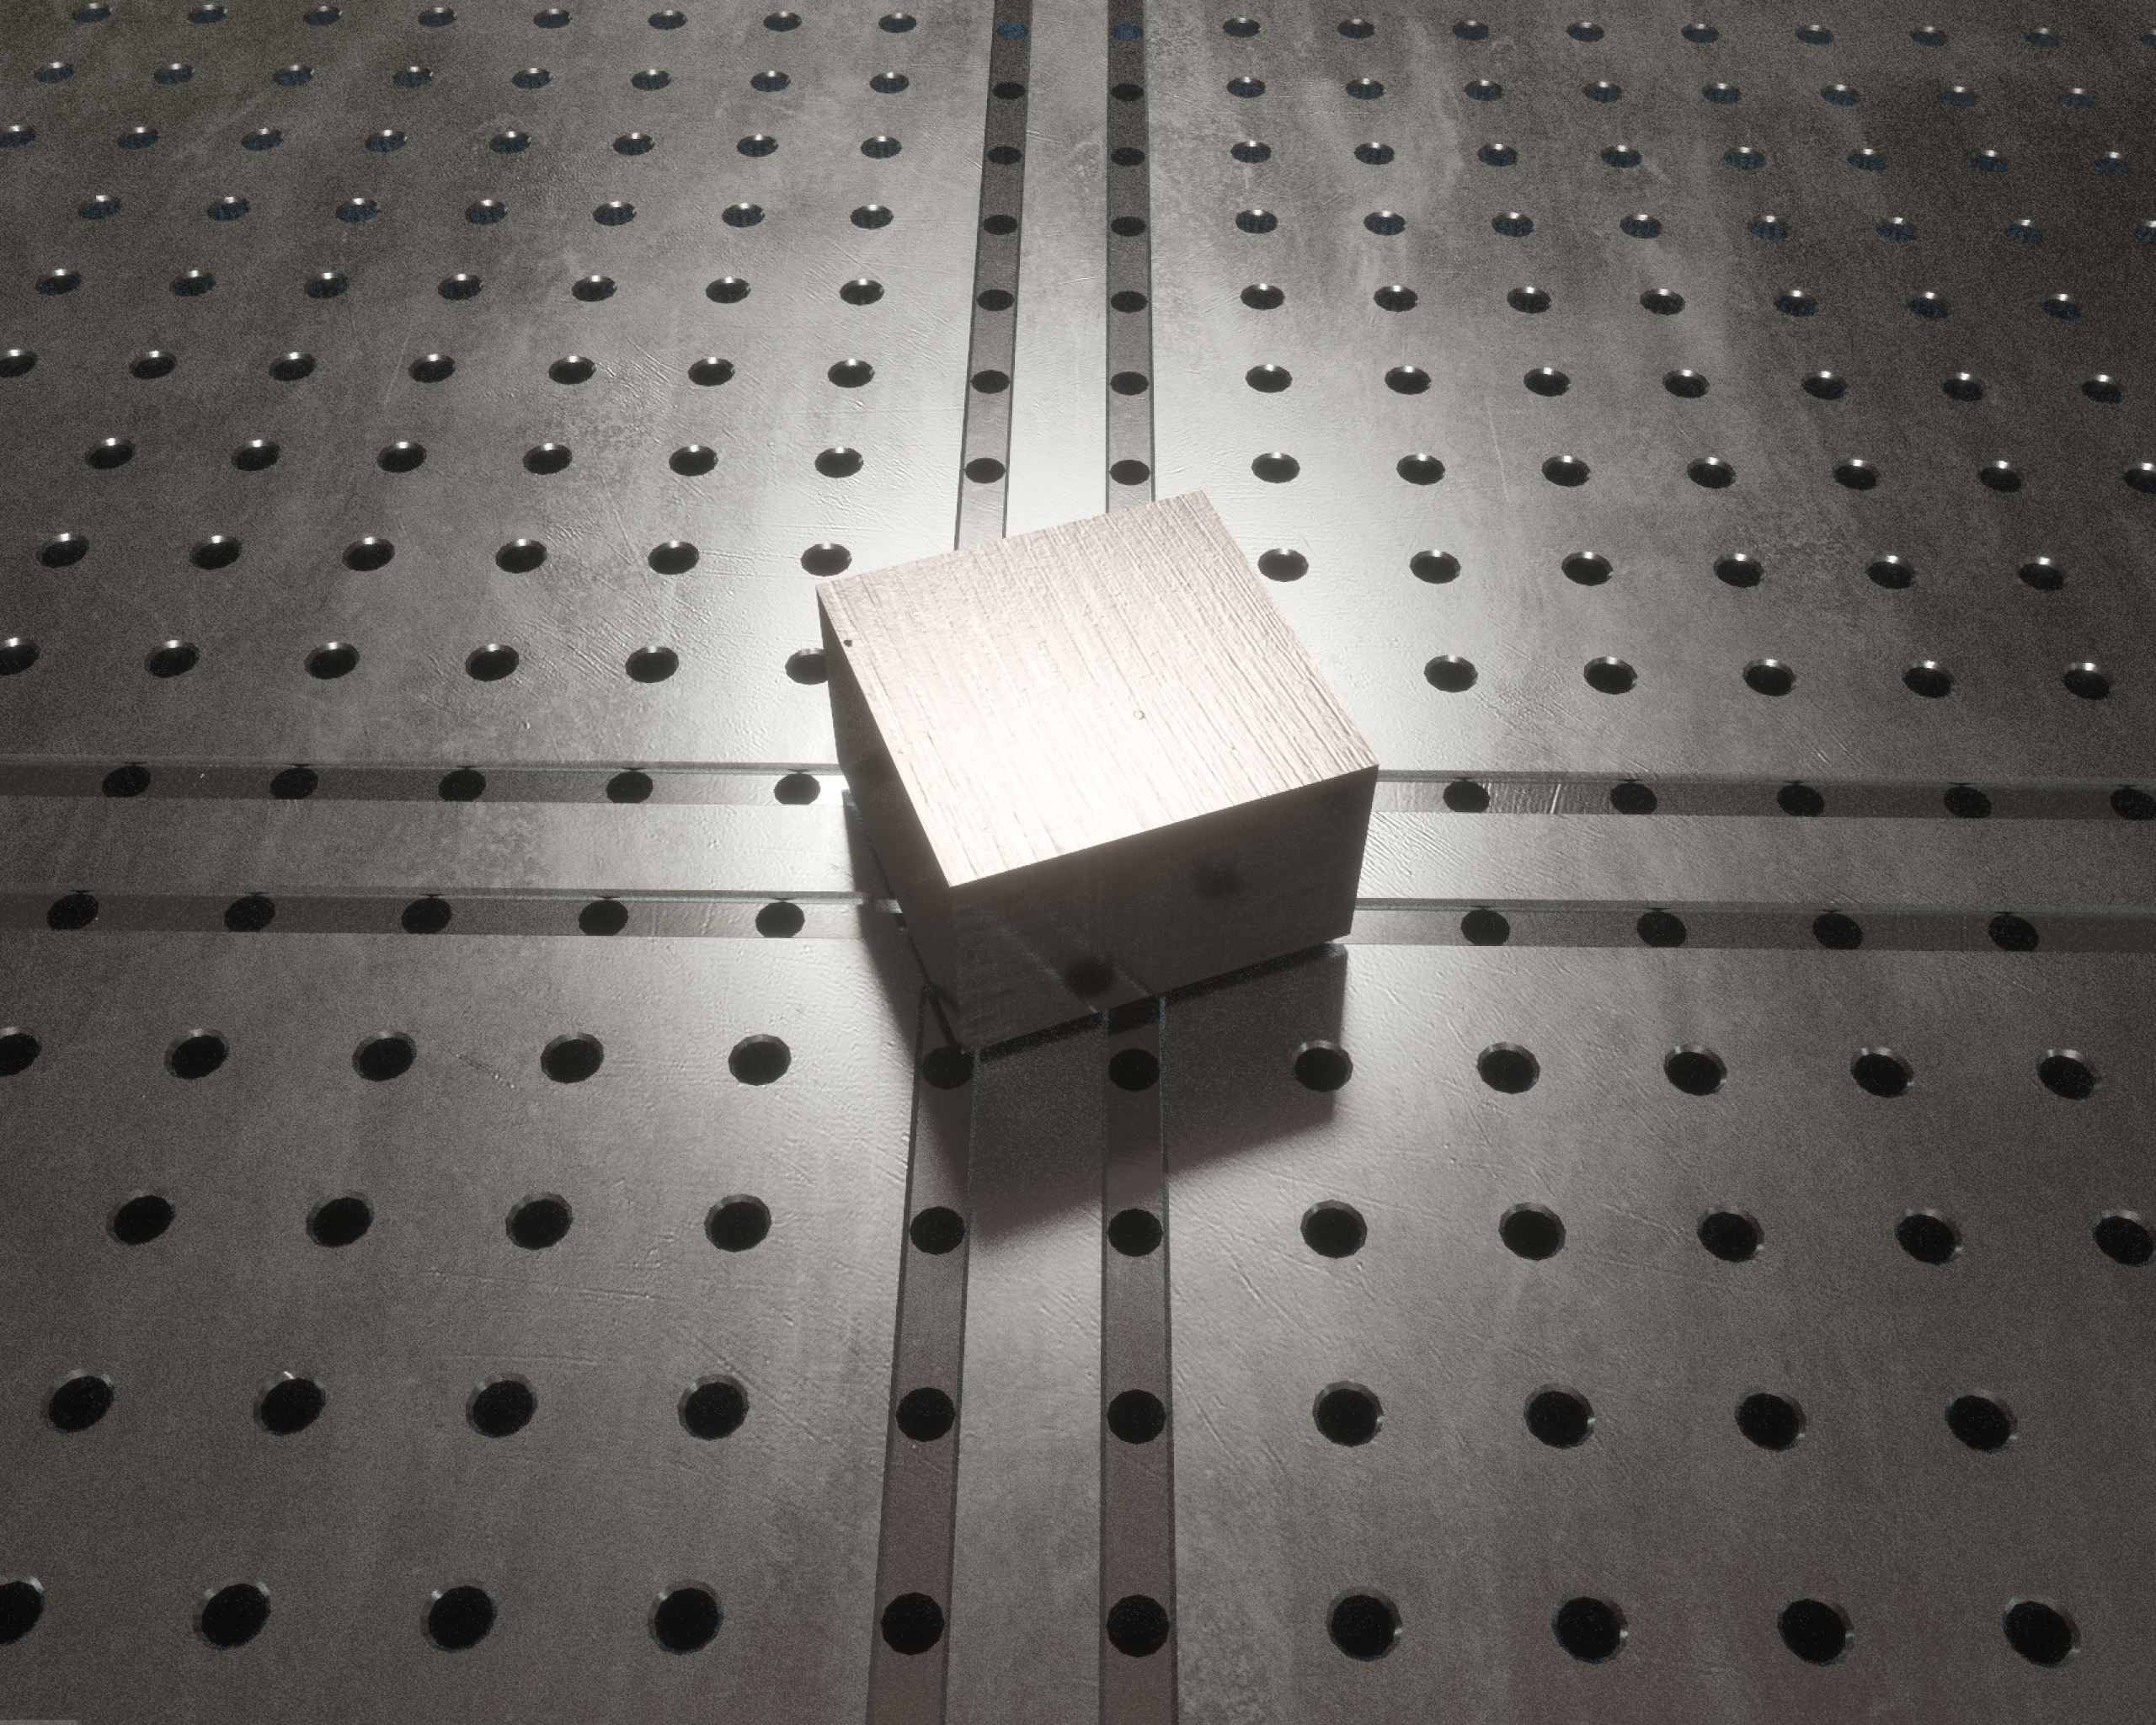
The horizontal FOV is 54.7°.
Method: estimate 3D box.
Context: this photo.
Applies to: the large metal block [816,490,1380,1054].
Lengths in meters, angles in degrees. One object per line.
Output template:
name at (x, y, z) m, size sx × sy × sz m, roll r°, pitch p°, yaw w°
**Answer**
large metal block at (0.002, -0.019, 0.404) m, size 0.081 × 0.050 × 0.080 m, roll -16°, pitch 52°, yaw -14°
